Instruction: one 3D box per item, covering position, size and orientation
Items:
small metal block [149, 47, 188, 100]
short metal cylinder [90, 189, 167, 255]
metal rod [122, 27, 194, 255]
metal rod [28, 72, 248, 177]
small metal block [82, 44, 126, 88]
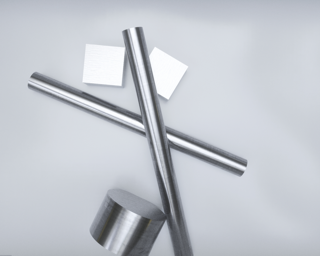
[{"bbox_3d":[0.002,-0.071,0.411,0.050,0.025,0.050,31,90,-1],"label":"small metal block"},{"bbox_3d":[-0.039,0.117,0.384,0.080,0.080,0.050,25,90,-1],"label":"short metal cylinder"},{"bbox_3d":[0.000,0.028,0.388,0.025,0.025,0.298,-13,99,0],"label":"metal rod"},{"bbox_3d":[-0.028,-0.005,0.411,0.301,0.025,0.025,23,90,-1],"label":"metal rod"},{"bbox_3d":[-0.072,-0.081,0.410,0.050,0.025,0.050,5,90,-1],"label":"small metal block"}]
